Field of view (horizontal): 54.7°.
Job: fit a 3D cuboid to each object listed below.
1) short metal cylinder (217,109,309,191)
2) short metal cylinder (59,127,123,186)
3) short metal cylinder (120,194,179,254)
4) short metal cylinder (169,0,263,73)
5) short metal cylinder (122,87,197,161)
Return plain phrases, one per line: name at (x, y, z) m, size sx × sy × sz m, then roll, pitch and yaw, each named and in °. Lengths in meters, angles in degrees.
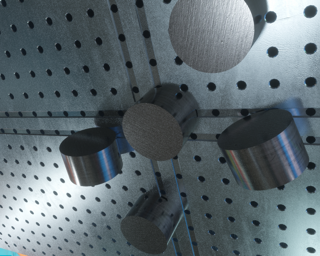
short metal cylinder at (0.109, 0.022, 0.331) m, size 0.080 × 0.080 × 0.050 m, roll -17°, pitch 110°, yaw 34°
short metal cylinder at (-0.099, 0.040, 0.450) m, size 0.080 × 0.080 × 0.050 m, roll 5°, pitch 121°, yaw 25°
short metal cylinder at (-0.016, 0.154, 0.497) m, size 0.080 × 0.050 × 0.079 m, roll 13°, pitch 124°, yaw 20°
short metal cylinder at (0.055, -0.100, 0.303) m, size 0.080 × 0.050 × 0.079 m, roll 13°, pitch 124°, yaw 20°
short metal cylinder at (0.000, -0.006, 0.390) m, size 0.080 × 0.050 × 0.079 m, roll 13°, pitch 124°, yaw 20°
